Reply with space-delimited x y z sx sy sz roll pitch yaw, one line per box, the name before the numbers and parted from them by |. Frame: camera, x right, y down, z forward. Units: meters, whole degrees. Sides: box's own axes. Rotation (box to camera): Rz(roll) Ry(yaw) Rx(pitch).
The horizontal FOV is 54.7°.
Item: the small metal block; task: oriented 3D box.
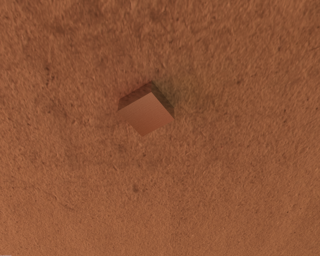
small metal block | -0.017 -0.023 0.387 0.050 0.025 0.050 -27 125 21
